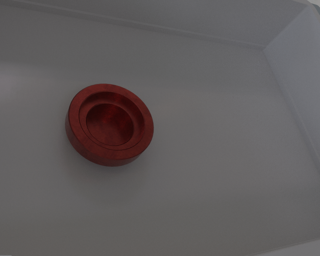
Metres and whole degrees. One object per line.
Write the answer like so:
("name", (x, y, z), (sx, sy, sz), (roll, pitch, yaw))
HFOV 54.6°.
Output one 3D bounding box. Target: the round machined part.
("round machined part", (-0.060, 0.000, 0.362), (0.099, 0.042, 0.098), (13, 56, -21))
